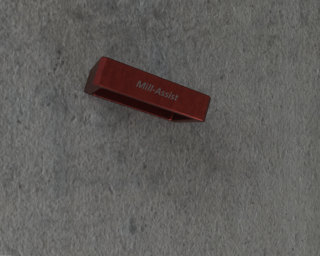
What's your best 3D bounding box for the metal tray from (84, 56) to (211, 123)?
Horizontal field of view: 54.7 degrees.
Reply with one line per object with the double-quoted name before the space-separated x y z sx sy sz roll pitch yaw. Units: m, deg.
"metal tray" -0.018 -0.040 0.368 0.131 0.090 0.030 18 84 -20
